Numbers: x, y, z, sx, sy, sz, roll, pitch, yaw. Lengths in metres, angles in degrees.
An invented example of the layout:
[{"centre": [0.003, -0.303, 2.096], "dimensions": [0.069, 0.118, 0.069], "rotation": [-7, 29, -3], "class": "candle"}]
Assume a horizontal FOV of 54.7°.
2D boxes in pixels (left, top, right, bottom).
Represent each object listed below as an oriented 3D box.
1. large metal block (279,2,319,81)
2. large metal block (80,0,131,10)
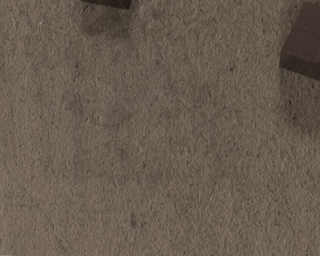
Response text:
[{"centre": [0.174, -0.079, 0.319], "dimensions": [0.080, 0.080, 0.050], "rotation": [26, 99, 18], "class": "large metal block"}, {"centre": [-0.078, -0.216, 0.422], "dimensions": [0.080, 0.050, 0.080], "rotation": [17, 96, 18], "class": "large metal block"}]
